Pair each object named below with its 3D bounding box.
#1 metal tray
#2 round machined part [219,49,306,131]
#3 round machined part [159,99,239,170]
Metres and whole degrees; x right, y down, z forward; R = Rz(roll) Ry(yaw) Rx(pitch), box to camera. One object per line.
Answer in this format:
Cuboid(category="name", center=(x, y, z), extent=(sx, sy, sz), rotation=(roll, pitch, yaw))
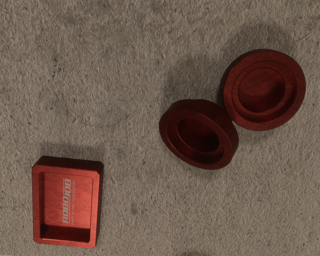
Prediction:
Cuboid(category="metal tray", center=(-0.132, 0.108, 0.444), extent=(0.091, 0.030, 0.129), rotation=(6, 110, -3))
Cuboid(category="round machined part", center=(0.123, -0.049, 0.385), extent=(0.099, 0.042, 0.097), rotation=(0, 110, -1))
Cuboid(category="round machined part", center=(0.051, 0.003, 0.385), extent=(0.098, 0.042, 0.097), rotation=(23, 141, 20))
